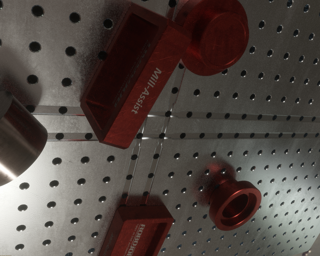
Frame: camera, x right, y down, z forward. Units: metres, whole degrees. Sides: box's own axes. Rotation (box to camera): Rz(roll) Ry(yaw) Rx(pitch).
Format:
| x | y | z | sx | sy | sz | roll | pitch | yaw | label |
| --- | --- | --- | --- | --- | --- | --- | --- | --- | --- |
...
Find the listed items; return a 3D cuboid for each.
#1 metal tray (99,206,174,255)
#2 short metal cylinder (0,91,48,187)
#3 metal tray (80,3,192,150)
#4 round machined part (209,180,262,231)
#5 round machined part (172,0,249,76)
| x | y | z | sx | sy | sz | roll | pitch | yaw | label |
| --- | --- | --- | --- | --- | --- | --- | --- | --- | --- |
| -0.042 | 0.187 | 0.502 | 0.091 | 0.030 | 0.129 | 8 | 114 | -32 | metal tray |
| -0.158 | 0.010 | 0.296 | 0.080 | 0.080 | 0.050 | -35 | 129 | -5 | short metal cylinder |
| -0.031 | -0.055 | 0.318 | 0.030 | 0.090 | 0.129 | 21 | 107 | -36 | metal tray |
| 0.129 | 0.133 | 0.556 | 0.099 | 0.042 | 0.097 | -14 | 125 | -21 | round machined part |
| 0.066 | -0.108 | 0.371 | 0.099 | 0.042 | 0.097 | -14 | 125 | -21 | round machined part |
